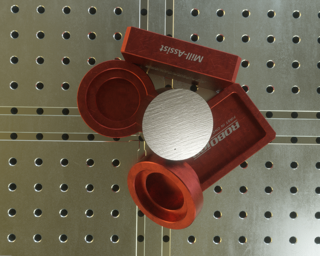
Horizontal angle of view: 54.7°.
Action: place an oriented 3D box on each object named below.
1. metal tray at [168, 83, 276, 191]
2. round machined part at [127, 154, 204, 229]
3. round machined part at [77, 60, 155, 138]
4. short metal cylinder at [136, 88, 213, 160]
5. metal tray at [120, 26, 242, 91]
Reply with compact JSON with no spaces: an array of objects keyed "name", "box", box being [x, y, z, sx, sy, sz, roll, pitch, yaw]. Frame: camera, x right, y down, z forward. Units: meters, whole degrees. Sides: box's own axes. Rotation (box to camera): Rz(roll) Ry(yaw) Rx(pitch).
[{"name":"metal tray","box":[0.073,0.013,0.411,0.130,0.030,0.090,-36,90,-1]},{"name":"round machined part","box":[0.011,0.074,0.388,0.098,0.042,0.097,18,125,28]},{"name":"round machined part","box":[-0.054,-0.036,0.404,0.099,0.042,0.097,0,90,-1]},{"name":"short metal cylinder","box":[0.015,-0.007,0.364,0.081,0.050,0.079,-2,99,-12]},{"name":"metal tray","box":[0.023,-0.081,0.381,0.131,0.090,0.030,15,90,-1]}]
